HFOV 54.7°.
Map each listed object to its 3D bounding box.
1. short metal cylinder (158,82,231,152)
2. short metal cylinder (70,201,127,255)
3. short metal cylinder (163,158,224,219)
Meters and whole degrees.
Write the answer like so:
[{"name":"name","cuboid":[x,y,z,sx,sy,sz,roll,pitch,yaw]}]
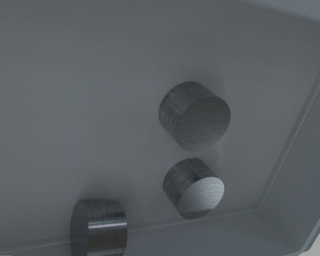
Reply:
[{"name":"short metal cylinder","cuboid":[0.045,-0.015,0.410,0.081,0.050,0.079,-14,125,-21]},{"name":"short metal cylinder","cuboid":[-0.084,0.139,0.414,0.050,0.080,0.079,5,116,-31]},{"name":"short metal cylinder","cuboid":[0.052,0.094,0.481,0.081,0.050,0.079,-14,125,-21]}]
